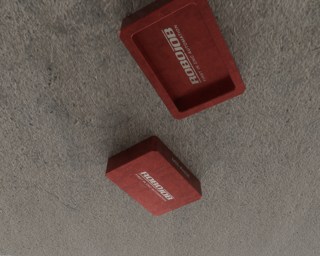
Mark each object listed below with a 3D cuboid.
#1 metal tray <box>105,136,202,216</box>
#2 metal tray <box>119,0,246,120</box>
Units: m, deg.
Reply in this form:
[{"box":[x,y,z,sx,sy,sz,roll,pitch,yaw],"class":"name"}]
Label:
[{"box":[-0.007,0.078,0.470,0.090,0.030,0.130,-28,125,21],"class":"metal tray"},{"box":[0.028,-0.077,0.338,0.090,0.030,0.130,-23,127,18],"class":"metal tray"}]
